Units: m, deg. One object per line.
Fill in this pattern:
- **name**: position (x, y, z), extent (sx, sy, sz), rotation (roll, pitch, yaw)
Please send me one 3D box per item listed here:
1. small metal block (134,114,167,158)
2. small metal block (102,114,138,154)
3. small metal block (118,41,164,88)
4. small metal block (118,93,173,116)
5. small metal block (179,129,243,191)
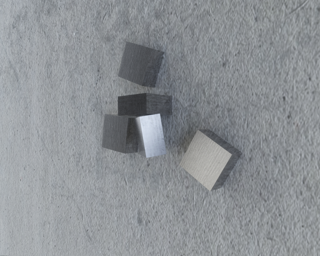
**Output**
- **small metal block**: position (-0.013, 0.009, 0.396), extent (0.050, 0.025, 0.050), rotation (175, 85, -78)
- **small metal block**: position (-0.057, 0.007, 0.452), extent (0.050, 0.025, 0.050), rotation (10, 97, 39)
- **small metal block**: position (-0.027, -0.088, 0.427), extent (0.050, 0.025, 0.050), rotation (26, 106, 37)
- **small metal block**: position (-0.019, -0.029, 0.405), extent (0.050, 0.050, 0.025), rotation (-2, 89, 40)
- **small metal block**: position (0.057, 0.036, 0.358), extent (0.050, 0.025, 0.050), rotation (39, 114, 33)
